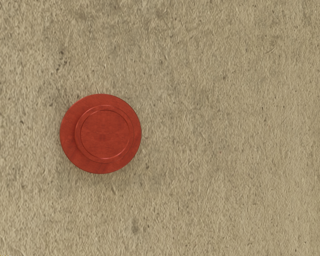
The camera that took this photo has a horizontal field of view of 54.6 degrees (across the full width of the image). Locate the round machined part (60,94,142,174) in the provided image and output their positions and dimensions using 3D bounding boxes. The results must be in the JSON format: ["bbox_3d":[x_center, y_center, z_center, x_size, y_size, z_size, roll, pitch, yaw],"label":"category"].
[{"bbox_3d":[-0.069,0.007,0.374,0.099,0.042,0.097,0,90,-20],"label":"round machined part"}]
